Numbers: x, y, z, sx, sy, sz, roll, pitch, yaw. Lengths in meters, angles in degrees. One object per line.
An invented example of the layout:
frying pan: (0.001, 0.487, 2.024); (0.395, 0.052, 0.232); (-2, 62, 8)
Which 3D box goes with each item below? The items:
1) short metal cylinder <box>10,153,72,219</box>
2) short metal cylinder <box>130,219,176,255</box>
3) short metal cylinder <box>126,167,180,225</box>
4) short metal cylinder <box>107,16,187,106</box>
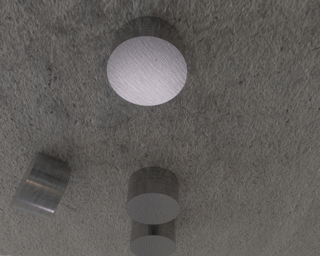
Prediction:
short metal cylinder: (-0.168, 0.082, 0.439); (0.050, 0.080, 0.080); (28, 125, -22)
short metal cylinder: (-0.012, 0.190, 0.552); (0.081, 0.050, 0.079); (0, 130, 0)
short metal cylinder: (-0.010, 0.106, 0.480); (0.081, 0.050, 0.079); (0, 130, 0)
short metal cylinder: (-0.013, -0.071, 0.330); (0.081, 0.050, 0.079); (0, 130, 0)
